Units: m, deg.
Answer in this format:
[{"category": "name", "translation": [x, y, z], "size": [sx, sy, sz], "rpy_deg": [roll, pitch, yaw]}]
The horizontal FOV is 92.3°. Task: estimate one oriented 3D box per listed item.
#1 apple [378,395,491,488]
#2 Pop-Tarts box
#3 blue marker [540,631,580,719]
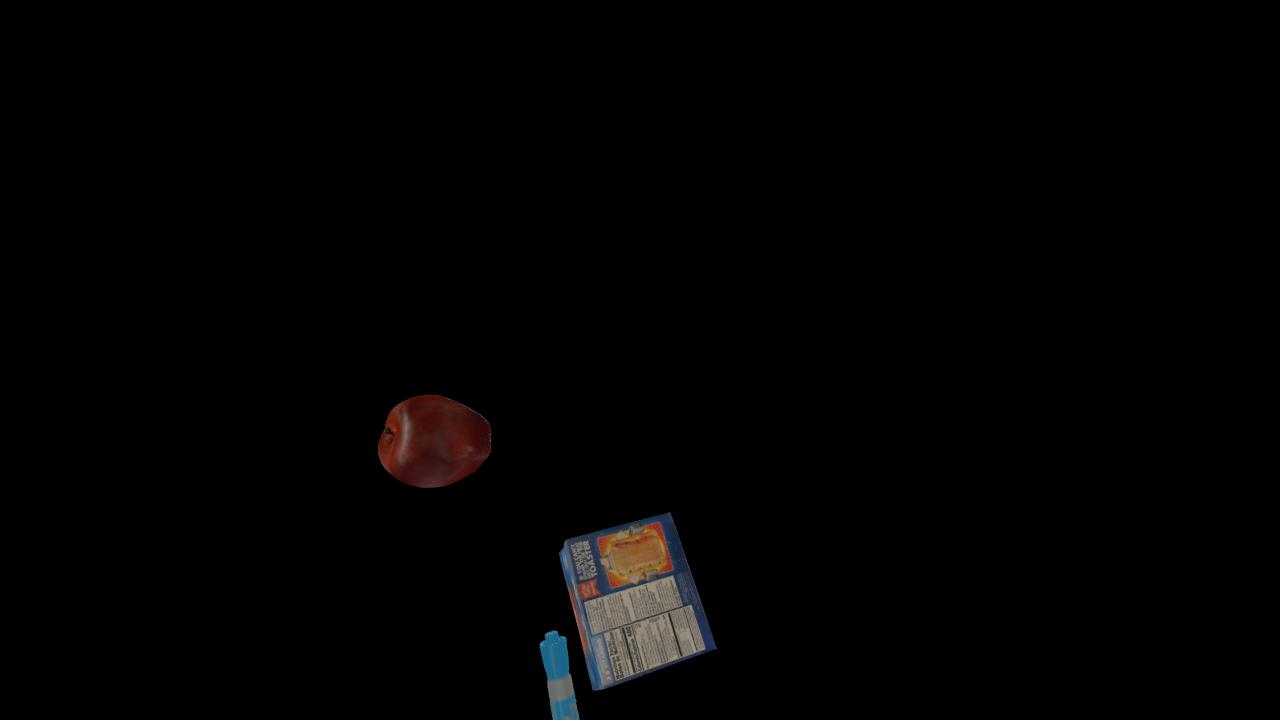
[{"category": "apple", "translation": [-0.173, 0.069, 0.522], "size": [0.079, 0.079, 0.093], "rpy_deg": [0, -13, 45]}, {"category": "Pop-Tarts box", "translation": [-0.008, 0.291, 0.751], "size": [0.141, 0.167, 0.083], "rpy_deg": [-10, -28, -19]}, {"category": "blue marker", "translation": [-0.050, 0.246, 0.417], "size": [0.020, 0.121, 0.020], "rpy_deg": [-11, -6, -1]}]
